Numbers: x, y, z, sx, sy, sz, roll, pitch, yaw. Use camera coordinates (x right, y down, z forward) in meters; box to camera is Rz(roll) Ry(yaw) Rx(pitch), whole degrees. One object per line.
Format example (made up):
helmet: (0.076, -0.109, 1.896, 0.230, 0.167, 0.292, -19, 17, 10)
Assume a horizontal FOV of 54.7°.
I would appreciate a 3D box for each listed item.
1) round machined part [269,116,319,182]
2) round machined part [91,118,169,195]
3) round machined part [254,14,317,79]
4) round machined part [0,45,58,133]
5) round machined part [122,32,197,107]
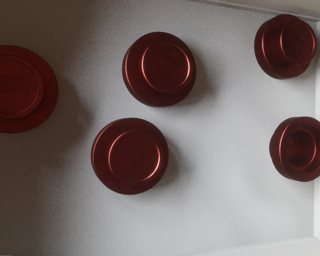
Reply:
round machined part: (0.210, 0.031, 0.479, 0.099, 0.042, 0.097, 0, 90, -20)
round machined part: (-0.034, 0.035, 0.389, 0.099, 0.042, 0.097, 0, 90, -20)
round machined part: (0.198, -0.126, 0.474, 0.099, 0.042, 0.097, 0, 90, -20)
round machined part: (-0.164, -0.043, 0.341, 0.099, 0.042, 0.097, 0, 90, -20)
round machined part: (0.004, -0.077, 0.403, 0.099, 0.042, 0.097, 0, 90, -20)
